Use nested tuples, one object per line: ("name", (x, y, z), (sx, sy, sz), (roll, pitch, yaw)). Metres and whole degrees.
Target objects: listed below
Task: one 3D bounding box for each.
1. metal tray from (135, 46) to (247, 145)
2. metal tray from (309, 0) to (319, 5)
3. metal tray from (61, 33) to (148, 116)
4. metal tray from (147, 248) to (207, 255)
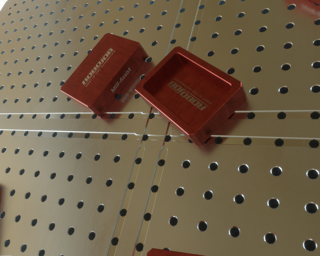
("metal tray", (0.037, -0.048, 0.415), (0.090, 0.030, 0.130), (-45, 51, -3))
("metal tray", (0.237, -0.204, 0.405), (0.090, 0.030, 0.130), (-38, 51, 2))
("metal tray", (-0.093, -0.092, 0.511), (0.090, 0.030, 0.130), (28, 77, 37))
("metal tray", (0.022, 0.184, 0.281), (0.090, 0.030, 0.130), (-3, 60, 27))
